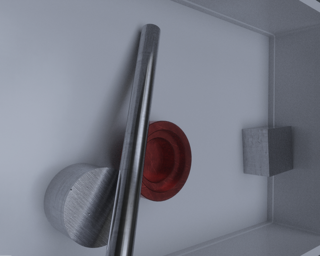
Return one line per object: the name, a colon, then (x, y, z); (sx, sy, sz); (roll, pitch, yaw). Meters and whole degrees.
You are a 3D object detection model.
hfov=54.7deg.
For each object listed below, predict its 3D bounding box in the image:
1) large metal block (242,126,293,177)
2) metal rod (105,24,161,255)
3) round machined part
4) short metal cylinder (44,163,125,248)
large metal block: (0.194, 0.039, 0.557); (0.081, 0.050, 0.079); (-6, 94, -40)
metal rod: (-0.026, 0.009, 0.336); (0.025, 0.025, 0.299); (27, 57, -37)
round machined part: (-0.009, 0.040, 0.390); (0.099, 0.042, 0.097); (0, 90, -40)
short metal cylinder: (-0.074, 0.079, 0.330); (0.081, 0.050, 0.079); (0, 90, -40)
